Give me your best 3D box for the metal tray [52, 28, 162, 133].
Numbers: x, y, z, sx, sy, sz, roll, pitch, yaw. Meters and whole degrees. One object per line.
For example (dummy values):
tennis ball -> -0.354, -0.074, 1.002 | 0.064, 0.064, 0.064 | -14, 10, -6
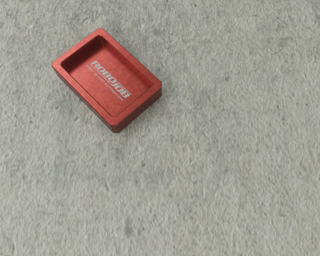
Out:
metal tray -> -0.072, -0.068, 0.429 | 0.090, 0.030, 0.130 | -42, 76, -14
